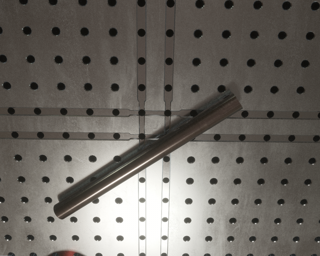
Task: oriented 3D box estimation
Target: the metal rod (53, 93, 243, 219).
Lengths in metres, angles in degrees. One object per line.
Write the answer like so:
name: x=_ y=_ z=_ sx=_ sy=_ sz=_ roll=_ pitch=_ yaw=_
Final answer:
metal rod: x=-0.024 y=0.044 z=0.429 sx=0.300 sy=0.025 sz=0.025 roll=-33 pitch=107 yaw=11
